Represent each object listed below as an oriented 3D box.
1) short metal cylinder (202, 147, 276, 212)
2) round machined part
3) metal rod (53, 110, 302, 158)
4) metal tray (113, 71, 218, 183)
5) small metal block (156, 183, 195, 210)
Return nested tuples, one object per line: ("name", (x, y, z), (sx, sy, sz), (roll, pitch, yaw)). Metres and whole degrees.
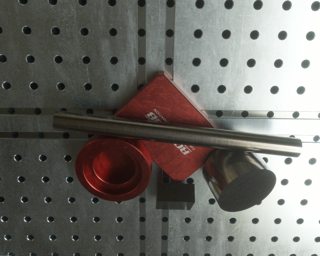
("short metal cylinder", (0.103, 0.065, 0.409), (0.081, 0.050, 0.079), (-11, 131, -13))
("round machined part", (-0.059, 0.047, 0.416), (0.099, 0.042, 0.097), (2, 116, 4))
("metal rod", (0.024, 0.008, 0.383), (0.302, 0.025, 0.025), (7, 110, -3))
("metal tray", (0.014, 0.001, 0.413), (0.090, 0.030, 0.130), (-42, 106, 13))
("small metal block", (0.020, 0.097, 0.435), (0.050, 0.025, 0.050), (2, 153, -2))
